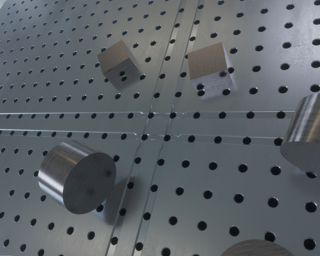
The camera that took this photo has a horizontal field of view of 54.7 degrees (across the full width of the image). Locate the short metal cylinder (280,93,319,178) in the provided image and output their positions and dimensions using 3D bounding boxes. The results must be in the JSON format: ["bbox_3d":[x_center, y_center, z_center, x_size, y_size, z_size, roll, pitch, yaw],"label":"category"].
[{"bbox_3d":[0.159,0.011,0.283,0.080,0.080,0.050,18,71,35],"label":"short metal cylinder"}]

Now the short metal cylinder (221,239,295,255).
[{"bbox_3d":[0.088,0.140,0.260,0.080,0.050,0.080,-13,56,21],"label":"short metal cylinder"}]

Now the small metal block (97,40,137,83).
[{"bbox_3d":[-0.072,-0.111,0.514,0.050,0.025,0.050,-29,52,9],"label":"small metal block"}]

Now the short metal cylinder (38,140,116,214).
[{"bbox_3d":[-0.102,0.060,0.390,0.050,0.080,0.080,20,72,35],"label":"short metal cylinder"}]

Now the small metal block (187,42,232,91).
[{"bbox_3d":[0.067,-0.084,0.425,0.050,0.025,0.050,-15,56,20],"label":"small metal block"}]
